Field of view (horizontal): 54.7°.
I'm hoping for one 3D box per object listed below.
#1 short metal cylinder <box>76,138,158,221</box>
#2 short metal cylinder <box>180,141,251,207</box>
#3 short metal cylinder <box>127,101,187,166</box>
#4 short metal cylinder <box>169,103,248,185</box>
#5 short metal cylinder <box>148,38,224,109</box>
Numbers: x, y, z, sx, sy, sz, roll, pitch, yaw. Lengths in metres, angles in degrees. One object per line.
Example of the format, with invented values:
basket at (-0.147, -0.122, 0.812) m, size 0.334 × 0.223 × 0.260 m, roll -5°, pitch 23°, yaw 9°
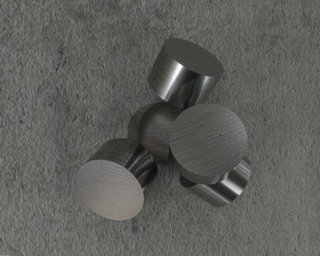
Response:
short metal cylinder at (-0.048, 0.058, 0.357) m, size 0.080 × 0.050 × 0.079 m, roll 7°, pitch 117°, yaw 15°
short metal cylinder at (0.071, 0.056, 0.407) m, size 0.050 × 0.080 × 0.080 m, roll 37°, pitch 78°, yaw -17°
short metal cylinder at (0.003, 0.006, 0.398) m, size 0.081 × 0.050 × 0.080 m, roll 0°, pitch 90°, yaw -21°
short metal cylinder at (0.052, 0.019, 0.345) m, size 0.080 × 0.050 × 0.080 m, roll -1°, pitch 70°, yaw 3°
short metal cylinder at (0.031, -0.068, 0.386) m, size 0.081 × 0.080 × 0.050 m, roll 14°, pitch 129°, yaw -20°
